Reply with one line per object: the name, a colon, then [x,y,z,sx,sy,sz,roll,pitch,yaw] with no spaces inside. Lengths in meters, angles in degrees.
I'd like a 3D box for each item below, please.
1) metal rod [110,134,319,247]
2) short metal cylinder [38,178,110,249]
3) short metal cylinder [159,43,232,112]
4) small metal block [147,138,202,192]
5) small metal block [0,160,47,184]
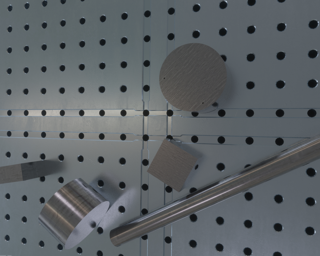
metal rod: [0.063,0.085,0.390,0.300,0.025,0.025,-29,81,17]
short metal cylinder: [-0.116,0.116,0.424,0.050,0.080,0.080,37,102,16]
short metal cylinder: [0.046,-0.059,0.383,0.080,0.050,0.079,0,90,20]
small metal block: [0.019,0.047,0.406,0.050,0.025,0.050,31,100,17]
small metal block: [-0.212,0.067,0.474,0.050,0.050,0.025,-10,87,19]
